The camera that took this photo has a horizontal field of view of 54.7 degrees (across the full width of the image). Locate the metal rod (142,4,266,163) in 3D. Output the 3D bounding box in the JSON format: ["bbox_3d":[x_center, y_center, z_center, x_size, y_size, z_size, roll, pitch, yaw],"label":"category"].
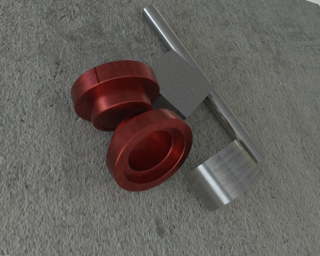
[{"bbox_3d":[0.062,-0.073,0.481,0.025,0.025,0.299,-25,75,-37],"label":"metal rod"}]

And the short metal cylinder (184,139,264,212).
[{"bbox_3d":[0.076,0.057,0.375,0.081,0.080,0.050,-28,78,-37],"label":"short metal cylinder"}]

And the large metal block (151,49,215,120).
[{"bbox_3d":[0.015,-0.050,0.426,0.080,0.050,0.080,43,51,1],"label":"large metal block"}]

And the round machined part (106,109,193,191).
[{"bbox_3d":[-0.015,0.020,0.344,0.099,0.097,0.042,-12,40,-33],"label":"round machined part"}]

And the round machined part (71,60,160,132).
[{"bbox_3d":[-0.047,-0.029,0.350,0.099,0.097,0.042,-5,65,-31],"label":"round machined part"}]
